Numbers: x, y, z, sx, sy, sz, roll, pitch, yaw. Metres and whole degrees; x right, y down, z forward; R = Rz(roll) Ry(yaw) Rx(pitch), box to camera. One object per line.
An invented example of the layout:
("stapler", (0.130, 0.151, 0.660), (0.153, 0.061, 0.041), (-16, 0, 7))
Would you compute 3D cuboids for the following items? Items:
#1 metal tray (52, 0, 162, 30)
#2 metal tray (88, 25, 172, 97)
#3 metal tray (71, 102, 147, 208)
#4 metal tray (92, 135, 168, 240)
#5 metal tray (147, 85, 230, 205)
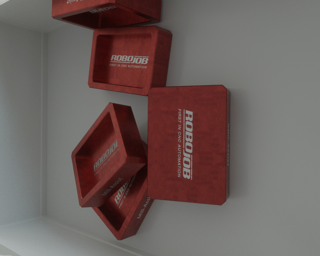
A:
("metal tray", (-0.074, -0.164, 0.425), (0.130, 0.091, 0.030), (6, 94, 40))
("metal tray", (-0.047, -0.095, 0.442), (0.130, 0.030, 0.089), (13, 98, 39))
("metal tray", (-0.074, 0.039, 0.418), (0.129, 0.030, 0.090), (-46, 50, 36))
("metal tray", (-0.050, 0.081, 0.444), (0.090, 0.030, 0.129), (39, 114, 33))
("metal tray", (0.033, 0.018, 0.357), (0.090, 0.030, 0.129), (1, 90, 19))
